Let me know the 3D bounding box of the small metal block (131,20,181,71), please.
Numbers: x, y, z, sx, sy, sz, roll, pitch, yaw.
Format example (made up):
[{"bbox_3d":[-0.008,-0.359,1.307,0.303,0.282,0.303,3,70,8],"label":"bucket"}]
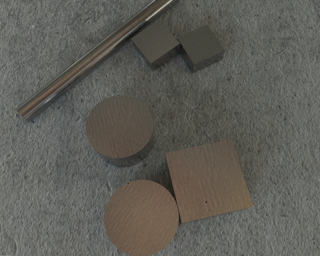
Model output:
[{"bbox_3d":[-0.005,-0.119,0.449,0.050,0.025,0.050,-36,74,-5],"label":"small metal block"}]

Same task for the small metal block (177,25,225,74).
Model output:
[{"bbox_3d":[0.058,-0.115,0.451,0.050,0.025,0.050,-26,72,-10],"label":"small metal block"}]

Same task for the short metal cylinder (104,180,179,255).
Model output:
[{"bbox_3d":[-0.020,0.104,0.357,0.081,0.050,0.080,0,70,0],"label":"short metal cylinder"}]

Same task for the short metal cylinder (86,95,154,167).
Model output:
[{"bbox_3d":[-0.048,0.005,0.393,0.081,0.050,0.080,0,70,0],"label":"short metal cylinder"}]

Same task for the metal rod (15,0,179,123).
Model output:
[{"bbox_3d":[-0.078,-0.116,0.449,0.025,0.025,0.301,43,75,14],"label":"metal rod"}]

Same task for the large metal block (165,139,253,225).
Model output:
[{"bbox_3d":[0.054,0.066,0.371,0.081,0.050,0.080,-12,71,-5],"label":"large metal block"}]
